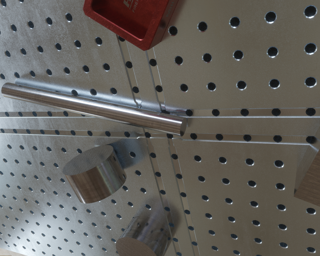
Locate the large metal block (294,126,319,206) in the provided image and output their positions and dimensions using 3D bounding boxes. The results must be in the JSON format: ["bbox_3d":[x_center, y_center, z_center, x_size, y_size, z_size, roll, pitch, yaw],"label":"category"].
[{"bbox_3d":[0.195,0.043,0.319,0.080,0.050,0.079,20,126,16],"label":"large metal block"}]

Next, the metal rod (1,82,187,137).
[{"bbox_3d":[-0.108,-0.031,0.446,0.301,0.025,0.025,12,124,21],"label":"metal rod"}]

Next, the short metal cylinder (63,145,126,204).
[{"bbox_3d":[-0.098,0.068,0.467,0.080,0.080,0.050,-9,114,32],"label":"short metal cylinder"}]

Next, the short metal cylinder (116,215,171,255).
[{"bbox_3d":[-0.028,0.198,0.530,0.080,0.050,0.079,13,124,20],"label":"short metal cylinder"}]

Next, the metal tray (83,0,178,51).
[{"bbox_3d":[-0.022,-0.158,0.319,0.090,0.030,0.129,33,129,6],"label":"metal tray"}]
